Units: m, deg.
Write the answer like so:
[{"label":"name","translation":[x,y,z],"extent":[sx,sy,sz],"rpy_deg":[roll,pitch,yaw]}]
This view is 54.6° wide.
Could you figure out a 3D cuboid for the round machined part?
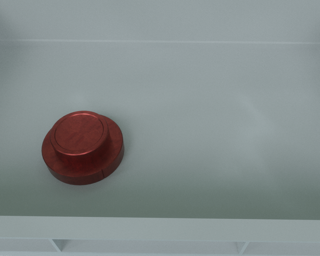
[{"label":"round machined part","translation":[-0.095,0.017,0.380],"extent":[0.099,0.042,0.098],"rpy_deg":[0,50,0]}]
